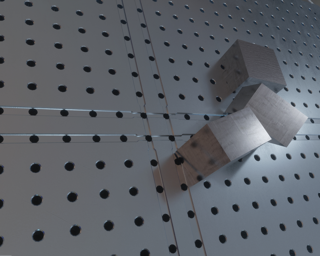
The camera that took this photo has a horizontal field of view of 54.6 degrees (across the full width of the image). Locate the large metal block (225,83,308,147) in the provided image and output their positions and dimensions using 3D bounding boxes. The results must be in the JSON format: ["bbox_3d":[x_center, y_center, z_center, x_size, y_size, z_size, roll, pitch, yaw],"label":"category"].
[{"bbox_3d":[0.152,-0.019,0.457,0.080,0.080,0.050,35,91,-5],"label":"large metal block"}]

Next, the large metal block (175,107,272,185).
[{"bbox_3d":[0.080,0.023,0.401,0.081,0.080,0.050,-20,73,-35],"label":"large metal block"}]

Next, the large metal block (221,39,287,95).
[{"bbox_3d":[0.160,-0.099,0.538,0.081,0.050,0.080,7,59,-25],"label":"large metal block"}]
